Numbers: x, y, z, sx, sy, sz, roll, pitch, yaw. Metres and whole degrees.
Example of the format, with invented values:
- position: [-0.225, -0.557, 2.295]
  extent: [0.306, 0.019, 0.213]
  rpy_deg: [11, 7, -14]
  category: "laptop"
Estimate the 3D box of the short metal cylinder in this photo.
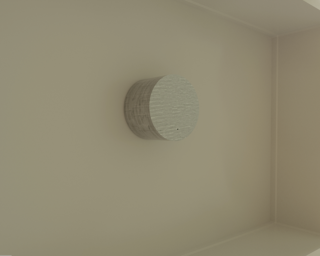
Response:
- position: [0.003, -0.024, 0.389]
  extent: [0.081, 0.050, 0.080]
  rpy_deg: [0, 90, -40]
  category: "short metal cylinder"
